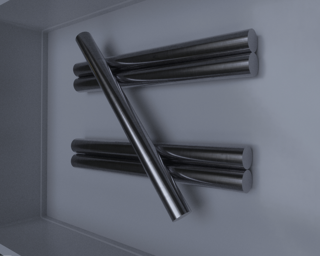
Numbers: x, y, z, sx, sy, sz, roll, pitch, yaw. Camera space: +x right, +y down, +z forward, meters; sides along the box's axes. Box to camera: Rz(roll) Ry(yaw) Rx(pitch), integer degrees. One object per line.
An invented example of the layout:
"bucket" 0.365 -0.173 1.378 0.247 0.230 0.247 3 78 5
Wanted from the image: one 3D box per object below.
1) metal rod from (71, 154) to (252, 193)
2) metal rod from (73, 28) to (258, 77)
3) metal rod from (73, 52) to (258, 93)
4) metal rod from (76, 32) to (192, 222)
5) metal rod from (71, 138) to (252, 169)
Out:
"metal rod" -0.023 0.056 0.424 0.300 0.025 0.025 0 90 40
"metal rod" -0.018 -0.094 0.420 0.300 0.025 0.025 1 91 40
"metal rod" -0.018 -0.069 0.419 0.300 0.025 0.025 1 91 40
"metal rod" -0.045 -0.018 0.410 0.025 0.025 0.299 -45 63 31
"metal rod" -0.023 0.030 0.423 0.300 0.025 0.025 0 90 40
